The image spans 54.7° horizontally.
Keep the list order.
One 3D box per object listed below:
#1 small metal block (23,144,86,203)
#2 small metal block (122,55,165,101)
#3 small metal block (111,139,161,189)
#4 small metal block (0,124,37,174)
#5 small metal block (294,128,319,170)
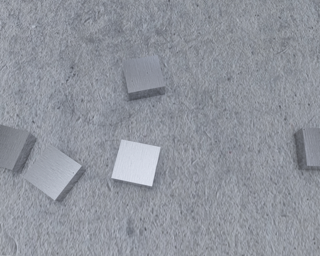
[{"bbox_3d":[-0.130,0.057,0.386,0.050,0.025,0.050,32,73,11],"label":"small metal block"},{"bbox_3d":[-0.023,-0.070,0.433,0.050,0.025,0.050,-11,70,-4],"label":"small metal block"},{"bbox_3d":[-0.029,0.046,0.391,0.050,0.025,0.050,11,70,4],"label":"small metal block"},{"bbox_3d":[-0.196,0.026,0.397,0.050,0.025,0.050,15,71,5],"label":"small metal block"},{"bbox_3d":[0.206,0.028,0.399,0.050,0.025,0.050,2,70,0],"label":"small metal block"}]
